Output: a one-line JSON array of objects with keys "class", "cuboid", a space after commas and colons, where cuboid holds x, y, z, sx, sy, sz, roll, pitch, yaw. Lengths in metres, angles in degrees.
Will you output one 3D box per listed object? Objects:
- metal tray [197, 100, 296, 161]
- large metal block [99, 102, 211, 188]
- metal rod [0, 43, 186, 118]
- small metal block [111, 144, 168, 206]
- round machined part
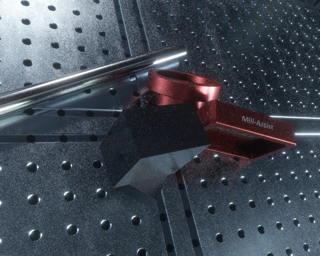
[{"class": "metal tray", "cuboid": [0.100, 0.009, 0.415, 0.131, 0.090, 0.030, 14, 65, -21]}, {"class": "large metal block", "cuboid": [-0.008, 0.018, 0.327, 0.081, 0.080, 0.050, -9, 66, -32]}, {"class": "metal rod", "cuboid": [-0.074, -0.072, 0.413, 0.302, 0.025, 0.025, -27, 77, -37]}, {"class": "small metal block", "cuboid": [-0.021, 0.055, 0.364, 0.050, 0.025, 0.050, 32, 51, -8]}, {"class": "round machined part", "cuboid": [0.030, -0.049, 0.424, 0.099, 0.042, 0.098, 9, 18, -3]}]
